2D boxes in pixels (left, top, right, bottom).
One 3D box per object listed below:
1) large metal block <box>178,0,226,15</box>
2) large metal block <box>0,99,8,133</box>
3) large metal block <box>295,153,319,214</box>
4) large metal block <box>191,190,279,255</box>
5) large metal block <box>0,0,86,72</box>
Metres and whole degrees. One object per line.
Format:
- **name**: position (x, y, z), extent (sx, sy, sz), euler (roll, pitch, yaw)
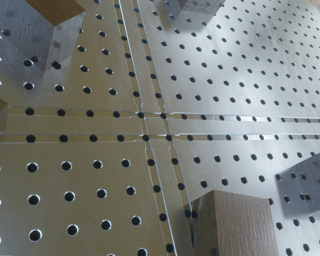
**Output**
- **large metal block**: position (0.075, -0.272, 0.601), extent (0.081, 0.050, 0.080), euler (-4, 64, -30)
- **large metal block**: position (-0.204, -0.005, 0.285), extent (0.080, 0.050, 0.080), euler (32, 51, -8)
- **large metal block**: position (0.273, 0.089, 0.488), extent (0.081, 0.050, 0.080), euler (9, 58, -24)
- **large metal block**: position (0.087, 0.124, 0.365), extent (0.081, 0.050, 0.080), euler (14, 56, -21)
- **large metal block**: position (-0.146, -0.130, 0.374), extent (0.080, 0.080, 0.050), euler (41, 51, 0)
